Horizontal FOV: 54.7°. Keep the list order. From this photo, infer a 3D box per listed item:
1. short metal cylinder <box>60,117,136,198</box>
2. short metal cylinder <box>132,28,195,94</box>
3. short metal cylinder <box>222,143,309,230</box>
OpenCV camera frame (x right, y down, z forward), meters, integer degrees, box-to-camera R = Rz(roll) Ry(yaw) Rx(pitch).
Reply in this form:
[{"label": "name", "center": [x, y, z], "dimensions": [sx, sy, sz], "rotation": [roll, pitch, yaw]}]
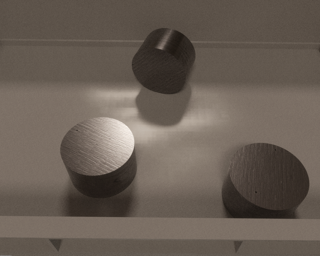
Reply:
[{"label": "short metal cylinder", "center": [-0.069, 0.034, 0.360], "dimensions": [0.081, 0.050, 0.080], "rotation": [0, 50, 0]}, {"label": "short metal cylinder", "center": [0.006, -0.096, 0.451], "dimensions": [0.080, 0.080, 0.050], "rotation": [15, 52, 12]}, {"label": "short metal cylinder", "center": [0.112, 0.063, 0.337], "dimensions": [0.081, 0.050, 0.080], "rotation": [0, 50, 0]}]
